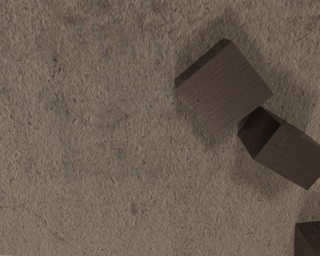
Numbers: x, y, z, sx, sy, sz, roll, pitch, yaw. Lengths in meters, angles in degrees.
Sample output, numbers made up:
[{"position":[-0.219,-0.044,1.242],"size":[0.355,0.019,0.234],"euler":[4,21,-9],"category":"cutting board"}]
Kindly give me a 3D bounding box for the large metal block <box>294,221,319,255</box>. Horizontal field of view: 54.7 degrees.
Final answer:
[{"position":[0.240,0.196,0.456],"size":[0.050,0.080,0.079],"euler":[-7,110,2],"category":"large metal block"}]

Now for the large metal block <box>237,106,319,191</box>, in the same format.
[{"position":[0.154,0.022,0.391],"size":[0.080,0.080,0.050],"euler":[29,107,-11],"category":"large metal block"}]

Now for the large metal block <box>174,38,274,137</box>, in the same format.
[{"position":[0.075,-0.050,0.379],"size":[0.080,0.050,0.080],"euler":[-40,106,13],"category":"large metal block"}]
